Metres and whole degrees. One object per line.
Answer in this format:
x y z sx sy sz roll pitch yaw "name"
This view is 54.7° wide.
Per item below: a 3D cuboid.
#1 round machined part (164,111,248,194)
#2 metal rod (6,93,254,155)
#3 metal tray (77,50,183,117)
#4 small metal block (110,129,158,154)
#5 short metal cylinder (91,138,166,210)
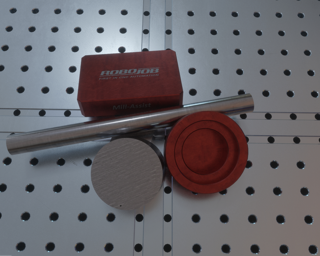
0.054 0.028 0.381 0.099 0.042 0.097 0 92 -4 "round machined part"
-0.032 -0.006 0.386 0.302 0.025 0.025 -10 71 -4 "metal rod"
-0.039 -0.062 0.416 0.131 0.030 0.090 -4 51 -3 "metal tray"
-0.035 0.013 0.415 0.050 0.025 0.050 17 71 5 "small metal block"
-0.035 0.051 0.367 0.080 0.050 0.079 0 88 5 "short metal cylinder"
